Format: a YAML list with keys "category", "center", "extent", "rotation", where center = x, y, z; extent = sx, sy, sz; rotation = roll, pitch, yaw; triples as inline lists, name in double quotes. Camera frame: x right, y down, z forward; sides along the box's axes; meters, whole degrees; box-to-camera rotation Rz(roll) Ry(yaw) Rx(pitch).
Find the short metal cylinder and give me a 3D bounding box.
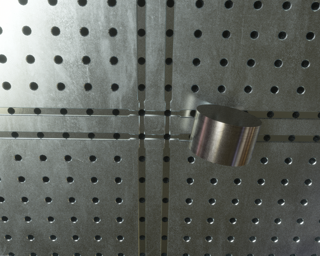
- category: "short metal cylinder"
  center: [0.080, 0.007, 0.388]
  extent: [0.081, 0.080, 0.050]
  rotation: [9, 110, -4]
